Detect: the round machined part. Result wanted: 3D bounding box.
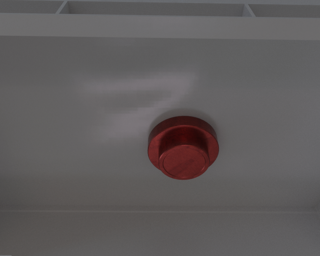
[{"bbox_3d":[0.032,0.034,0.427,0.099,0.042,0.097,0,130,0],"label":"round machined part"}]
